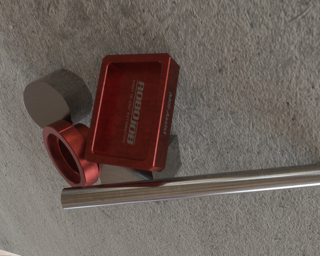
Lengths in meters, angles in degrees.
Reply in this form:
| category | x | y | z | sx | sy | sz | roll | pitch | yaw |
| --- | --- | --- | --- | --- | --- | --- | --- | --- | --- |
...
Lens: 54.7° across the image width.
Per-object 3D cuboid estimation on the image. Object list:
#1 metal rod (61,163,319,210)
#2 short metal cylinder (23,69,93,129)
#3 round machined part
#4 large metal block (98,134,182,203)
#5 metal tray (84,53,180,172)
| category | x | y | z | sx | sy | sz | roll | pitch | yaw |
| --- | --- | --- | --- | --- | --- | --- | --- | --- | --- |
| metal rod | 0.039 | 0.066 | 0.351 | 0.302 | 0.025 | 0.025 | -6 | 118 | 3 |
| short metal cylinder | -0.144 | -0.038 | 0.442 | 0.080 | 0.050 | 0.079 | 13 | 124 | 20 |
| round machined part | -0.112 | 0.032 | 0.417 | 0.098 | 0.042 | 0.097 | 30 | 136 | 34 |
| large metal block | -0.025 | 0.047 | 0.413 | 0.080 | 0.080 | 0.050 | 5 | 121 | 25 |
| metal tray | -0.032 | -0.019 | 0.359 | 0.090 | 0.030 | 0.129 | 5 | 81 | 25 |
